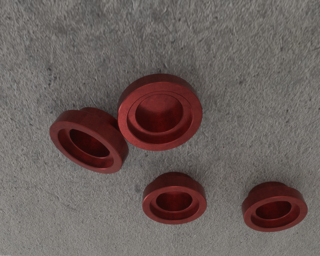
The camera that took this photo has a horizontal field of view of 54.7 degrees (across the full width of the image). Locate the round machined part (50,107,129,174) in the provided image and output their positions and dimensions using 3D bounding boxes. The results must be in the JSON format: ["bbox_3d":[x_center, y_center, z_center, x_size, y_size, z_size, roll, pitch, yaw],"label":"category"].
[{"bbox_3d":[-0.084,0.012,0.390,0.098,0.042,0.097,16,142,13],"label":"round machined part"}]

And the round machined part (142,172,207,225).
[{"bbox_3d":[0.022,0.107,0.487,0.099,0.042,0.097,0,130,0],"label":"round machined part"}]

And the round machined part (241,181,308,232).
[{"bbox_3d":[0.182,0.124,0.503,0.099,0.042,0.097,0,130,0],"label":"round machined part"}]

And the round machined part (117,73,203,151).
[{"bbox_3d":[-0.002,-0.022,0.372,0.099,0.042,0.097,-4,128,-5],"label":"round machined part"}]
